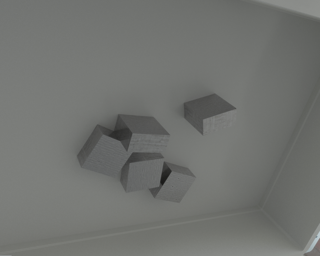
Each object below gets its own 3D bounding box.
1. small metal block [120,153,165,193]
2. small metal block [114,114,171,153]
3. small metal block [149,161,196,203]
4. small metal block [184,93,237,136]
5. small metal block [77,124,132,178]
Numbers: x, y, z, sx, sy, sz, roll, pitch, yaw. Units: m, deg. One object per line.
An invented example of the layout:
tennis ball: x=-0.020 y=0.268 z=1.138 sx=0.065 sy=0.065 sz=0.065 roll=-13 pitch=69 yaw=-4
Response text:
small metal block: x=-0.025 y=0.059 z=0.431 sx=0.050 sy=0.025 sz=0.050 roll=-5 pitch=121 yaw=-26
small metal block: x=-0.023 y=0.007 z=0.384 sx=0.050 sy=0.050 sz=0.025 roll=4 pitch=116 yaw=-30
small metal block: x=0.018 y=0.083 z=0.470 sx=0.050 sy=0.025 sz=0.050 roll=20 pitch=107 yaw=-36
small metal block: x=0.067 y=-0.019 z=0.417 sx=0.050 sy=0.050 sz=0.025 roll=-18 pitch=126 yaw=-18
small metal block: x=-0.067 y=0.030 z=0.390 sx=0.050 sy=0.025 sz=0.050 roll=26 pitch=104 yaw=-37
